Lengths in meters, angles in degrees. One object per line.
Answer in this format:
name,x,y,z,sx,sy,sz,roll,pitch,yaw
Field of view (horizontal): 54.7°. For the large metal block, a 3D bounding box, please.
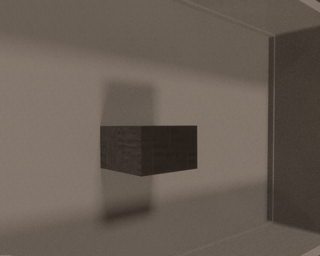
large metal block,-0.014,0.022,0.361,0.081,0.080,0.050,-1,91,-40
